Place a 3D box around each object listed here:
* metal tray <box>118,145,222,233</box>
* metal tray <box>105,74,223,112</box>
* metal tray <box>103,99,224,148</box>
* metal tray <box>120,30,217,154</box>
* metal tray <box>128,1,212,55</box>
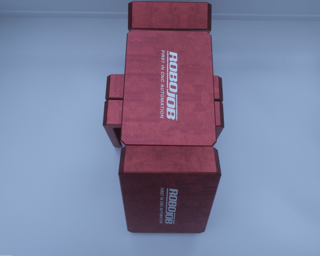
[{"bbox_3d":[0.008,0.070,0.325,0.091,0.129,0.030,1,49,-1],"label":"metal tray"},{"bbox_3d":[0.005,-0.031,0.385,0.131,0.090,0.030,1,70,0],"label":"metal tray"},{"bbox_3d":[0.004,-0.002,0.375,0.131,0.090,0.030,1,70,0],"label":"metal tray"},{"bbox_3d":[0.009,-0.039,0.324,0.091,0.030,0.130,1,70,-1],"label":"metal tray"},{"bbox_3d":[0.011,-0.121,0.396,0.091,0.130,0.030,1,91,0],"label":"metal tray"}]
